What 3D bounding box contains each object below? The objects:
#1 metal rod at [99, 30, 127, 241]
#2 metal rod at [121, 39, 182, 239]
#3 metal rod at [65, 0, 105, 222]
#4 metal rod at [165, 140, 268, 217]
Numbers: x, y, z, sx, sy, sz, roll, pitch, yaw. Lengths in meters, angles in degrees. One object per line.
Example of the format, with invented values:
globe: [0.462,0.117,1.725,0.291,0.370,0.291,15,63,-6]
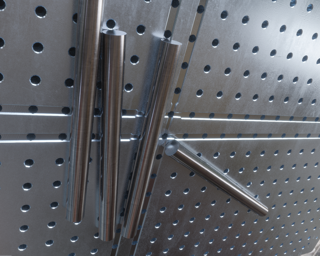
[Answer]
metal rod: [-0.063,0.030,0.394,0.025,0.025,0.298,-7,122,-25]
metal rod: [-0.018,0.032,0.420,0.025,0.025,0.298,-1,119,-28]
metal rod: [-0.088,-0.012,0.354,0.025,0.025,0.298,-3,120,-27]
metal rod: [0.111,0.097,0.530,0.025,0.025,0.301,-49,129,6]
